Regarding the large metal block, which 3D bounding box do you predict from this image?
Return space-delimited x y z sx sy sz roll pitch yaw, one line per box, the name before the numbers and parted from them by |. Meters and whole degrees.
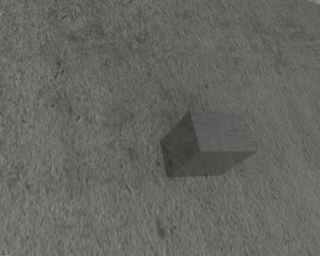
large metal block | 0.057 0.023 0.385 0.081 0.080 0.050 2 61 -27
